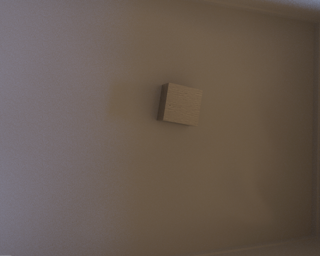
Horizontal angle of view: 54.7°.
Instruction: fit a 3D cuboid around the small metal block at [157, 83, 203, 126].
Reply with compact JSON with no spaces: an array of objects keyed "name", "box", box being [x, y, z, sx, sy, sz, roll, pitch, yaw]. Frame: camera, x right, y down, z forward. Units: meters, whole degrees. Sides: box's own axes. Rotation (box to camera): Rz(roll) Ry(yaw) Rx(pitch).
[{"name":"small metal block","box":[0.027,-0.031,0.422,0.050,0.025,0.050,10,87,-20]}]
